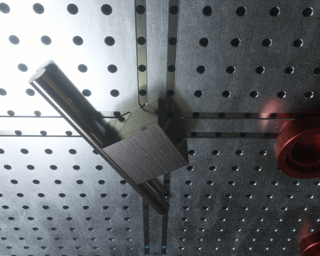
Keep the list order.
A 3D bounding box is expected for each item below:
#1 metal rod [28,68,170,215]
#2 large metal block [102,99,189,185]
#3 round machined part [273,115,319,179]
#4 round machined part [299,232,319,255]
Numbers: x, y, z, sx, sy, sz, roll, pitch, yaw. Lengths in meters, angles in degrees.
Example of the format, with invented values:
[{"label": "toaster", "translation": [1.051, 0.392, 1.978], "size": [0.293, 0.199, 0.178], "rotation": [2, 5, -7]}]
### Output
[{"label": "metal rod", "translation": [-0.068, 0.038, 0.443], "size": [0.025, 0.025, 0.300], "rotation": [-24, 127, 18]}, {"label": "large metal block", "translation": [-0.017, 0.021, 0.413], "size": [0.080, 0.050, 0.080], "rotation": [-24, 126, 19]}, {"label": "round machined part", "translation": [0.204, 0.022, 0.421], "size": [0.099, 0.042, 0.097], "rotation": [0, 130, 0]}, {"label": "round machined part", "translation": [0.333, 0.248, 0.615], "size": [0.099, 0.042, 0.097], "rotation": [0, 130, 0]}]
